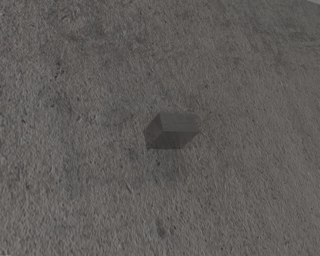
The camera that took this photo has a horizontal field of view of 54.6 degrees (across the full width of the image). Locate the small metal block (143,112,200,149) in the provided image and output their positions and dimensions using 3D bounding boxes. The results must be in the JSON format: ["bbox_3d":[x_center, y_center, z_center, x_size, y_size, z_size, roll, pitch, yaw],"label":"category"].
[{"bbox_3d":[0.013,0.005,0.391,0.050,0.050,0.025,2,61,-27],"label":"small metal block"}]
